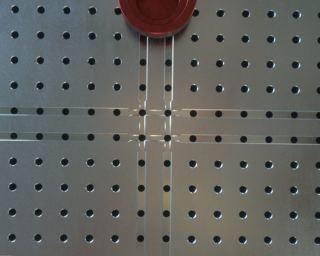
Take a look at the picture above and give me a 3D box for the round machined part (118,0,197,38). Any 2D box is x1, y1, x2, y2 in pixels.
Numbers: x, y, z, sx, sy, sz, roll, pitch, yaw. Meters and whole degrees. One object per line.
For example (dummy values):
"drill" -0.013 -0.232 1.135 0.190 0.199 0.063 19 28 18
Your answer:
"round machined part" -0.003 -0.166 0.405 0.099 0.042 0.097 0 90 -1
